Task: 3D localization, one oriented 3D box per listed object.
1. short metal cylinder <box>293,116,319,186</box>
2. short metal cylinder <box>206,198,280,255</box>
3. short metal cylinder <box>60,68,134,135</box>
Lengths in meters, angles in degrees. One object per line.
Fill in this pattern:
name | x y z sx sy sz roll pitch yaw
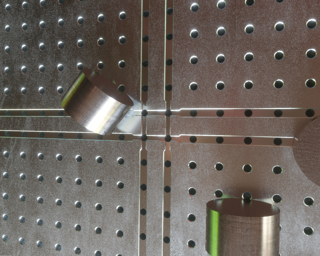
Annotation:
short metal cylinder | 0.188 0.024 0.333 0.080 0.050 0.079 0 90 19
short metal cylinder | 0.093 0.114 0.350 0.080 0.080 0.050 1 91 19
short metal cylinder | -0.082 -0.035 0.411 0.080 0.080 0.050 42 103 15
